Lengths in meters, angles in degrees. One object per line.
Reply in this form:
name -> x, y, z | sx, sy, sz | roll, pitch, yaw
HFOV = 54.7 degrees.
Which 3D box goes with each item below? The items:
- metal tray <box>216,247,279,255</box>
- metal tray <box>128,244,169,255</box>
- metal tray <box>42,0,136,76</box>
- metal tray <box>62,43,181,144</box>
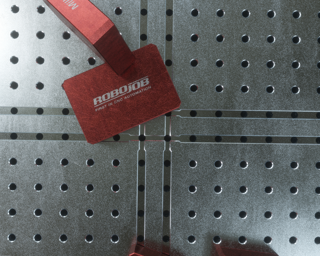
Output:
metal tray -> 0.114, 0.234, 0.412 | 0.091, 0.030, 0.129 | 8, 90, -1
metal tray -> -0.018, 0.234, 0.410 | 0.090, 0.030, 0.129 | 20, 90, -1
metal tray -> -0.092, -0.127, 0.361 | 0.030, 0.090, 0.130 | -45, 73, -1
metal tray -> -0.049, -0.044, 0.410 | 0.131, 0.030, 0.090 | -23, 90, -1
